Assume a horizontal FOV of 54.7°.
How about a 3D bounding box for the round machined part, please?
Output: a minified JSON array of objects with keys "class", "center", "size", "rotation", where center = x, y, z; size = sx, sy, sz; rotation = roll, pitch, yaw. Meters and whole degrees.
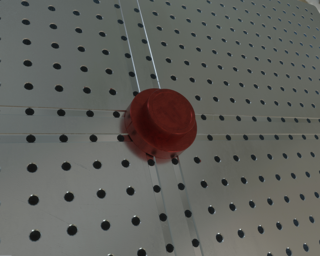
[{"class":"round machined part","center":[0.007,-0.013,0.410],"size":[0.099,0.042,0.098],"rotation":[14,56,-21]}]
